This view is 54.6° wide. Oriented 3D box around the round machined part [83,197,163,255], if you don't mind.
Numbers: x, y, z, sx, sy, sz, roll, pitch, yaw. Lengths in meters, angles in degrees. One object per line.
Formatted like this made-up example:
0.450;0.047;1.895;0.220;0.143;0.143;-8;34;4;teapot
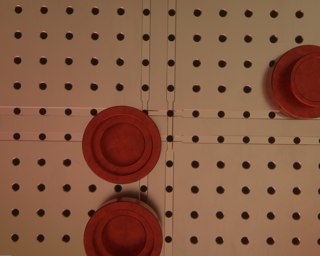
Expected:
-0.046;0.139;0.405;0.099;0.042;0.097;0;90;0;round machined part

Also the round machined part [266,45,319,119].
0.196;-0.061;0.406;0.099;0.042;0.097;0;90;0;round machined part

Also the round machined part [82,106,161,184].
-0.047;0.021;0.405;0.099;0.042;0.097;0;90;0;round machined part
